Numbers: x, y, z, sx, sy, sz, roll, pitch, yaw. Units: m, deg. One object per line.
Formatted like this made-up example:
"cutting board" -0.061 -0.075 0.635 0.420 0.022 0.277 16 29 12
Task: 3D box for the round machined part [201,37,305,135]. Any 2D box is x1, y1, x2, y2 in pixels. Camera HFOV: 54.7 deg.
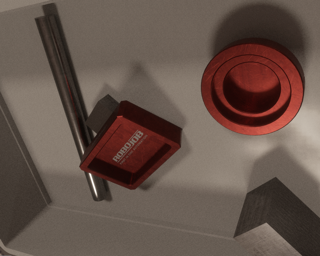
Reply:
"round machined part" 0.096 -0.045 0.319 0.098 0.042 0.097 13 124 20

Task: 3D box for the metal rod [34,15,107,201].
"metal rod" -0.125 -0.012 0.464 0.025 0.025 0.298 5 121 25

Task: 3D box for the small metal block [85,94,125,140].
"small metal block" -0.071 -0.011 0.438 0.050 0.025 0.050 41 129 0

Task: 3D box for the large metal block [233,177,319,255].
"large metal block" 0.144 0.121 0.372 0.080 0.080 0.050 43 129 -2

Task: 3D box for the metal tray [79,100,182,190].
"metal tray" -0.042 0.029 0.422 0.090 0.030 0.129 27 132 -19
